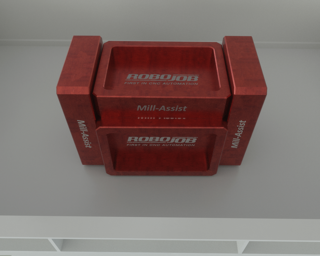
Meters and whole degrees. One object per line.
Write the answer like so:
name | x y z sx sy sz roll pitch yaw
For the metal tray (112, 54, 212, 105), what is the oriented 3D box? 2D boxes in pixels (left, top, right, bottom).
metal tray | 0.003 -0.052 0.402 0.131 0.090 0.030 0 51 0

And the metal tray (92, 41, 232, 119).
metal tray | 0.002 -0.053 0.327 0.131 0.030 0.090 1 50 0

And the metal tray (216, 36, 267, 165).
metal tray | 0.084 -0.027 0.357 0.030 0.129 0.090 1 51 1

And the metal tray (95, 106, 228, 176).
metal tray | 0.002 0.017 0.344 0.131 0.089 0.030 0 50 0

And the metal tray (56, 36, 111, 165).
metal tray | -0.079 -0.028 0.357 0.030 0.129 0.090 0 51 0
